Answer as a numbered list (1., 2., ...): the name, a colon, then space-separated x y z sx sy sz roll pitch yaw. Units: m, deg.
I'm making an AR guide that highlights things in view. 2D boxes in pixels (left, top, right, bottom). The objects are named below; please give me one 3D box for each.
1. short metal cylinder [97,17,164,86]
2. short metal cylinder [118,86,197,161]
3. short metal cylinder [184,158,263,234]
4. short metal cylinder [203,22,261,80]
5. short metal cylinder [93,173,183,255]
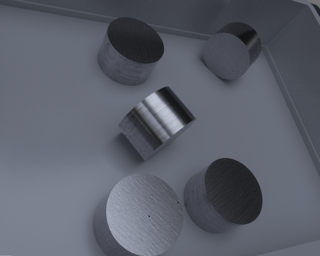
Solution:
1. short metal cylinder: -0.041 -0.106 0.432 0.081 0.050 0.080 14 56 -21
2. short metal cylinder: -0.003 -0.004 0.371 0.081 0.080 0.050 -34 81 -38
3. short metal cylinder: 0.076 0.083 0.380 0.081 0.050 0.080 14 56 -21
4. short metal cylinder: 0.119 -0.127 0.512 0.080 0.080 0.050 44 51 2
5. short metal cylinder: -0.023 0.093 0.320 0.081 0.050 0.080 14 56 -21
